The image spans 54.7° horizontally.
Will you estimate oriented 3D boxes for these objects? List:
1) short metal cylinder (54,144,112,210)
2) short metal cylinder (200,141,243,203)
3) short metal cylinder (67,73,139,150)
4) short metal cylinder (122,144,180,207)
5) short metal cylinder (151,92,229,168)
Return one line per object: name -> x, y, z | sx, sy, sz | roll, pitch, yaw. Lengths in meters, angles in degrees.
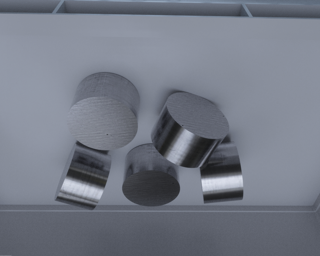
short metal cylinder -> -0.106, 0.067, 0.426 | 0.050, 0.080, 0.080 | 21, 127, -18
short metal cylinder -> 0.080, 0.060, 0.423 | 0.050, 0.080, 0.080 | -7, 130, 5
short metal cylinder -> -0.066, -0.019, 0.373 | 0.081, 0.050, 0.079 | 0, 130, 0
short metal cylinder -> -0.012, 0.069, 0.449 | 0.081, 0.050, 0.079 | 0, 130, 0
short metal cylinder -> 0.035, 0.001, 0.374 | 0.081, 0.080, 0.050 | 17, 128, -14
